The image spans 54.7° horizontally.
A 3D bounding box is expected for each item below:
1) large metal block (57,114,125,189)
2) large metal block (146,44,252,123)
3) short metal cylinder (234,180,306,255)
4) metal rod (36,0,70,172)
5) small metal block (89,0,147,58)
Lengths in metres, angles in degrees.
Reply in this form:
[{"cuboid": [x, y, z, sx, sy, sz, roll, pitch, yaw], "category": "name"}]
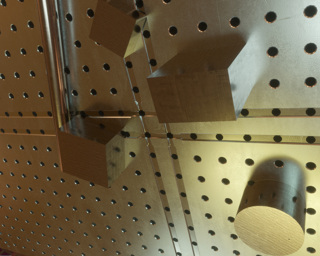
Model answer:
[{"cuboid": [-0.101, 0.034, 0.467, 0.080, 0.050, 0.079, 16, 125, 19], "category": "large metal block"}, {"cuboid": [0.045, -0.047, 0.322, 0.080, 0.080, 0.050, -1, 118, 28], "category": "large metal block"}, {"cuboid": [0.139, 0.113, 0.391, 0.080, 0.050, 0.079, 13, 124, 20], "category": "short metal cylinder"}, {"cuboid": [-0.149, -0.055, 0.453, 0.025, 0.025, 0.298, 17, 125, 18], "category": "metal rod"}, {"cuboid": [-0.050, -0.119, 0.363, 0.050, 0.025, 0.050, 32, 128, 7], "category": "small metal block"}]
